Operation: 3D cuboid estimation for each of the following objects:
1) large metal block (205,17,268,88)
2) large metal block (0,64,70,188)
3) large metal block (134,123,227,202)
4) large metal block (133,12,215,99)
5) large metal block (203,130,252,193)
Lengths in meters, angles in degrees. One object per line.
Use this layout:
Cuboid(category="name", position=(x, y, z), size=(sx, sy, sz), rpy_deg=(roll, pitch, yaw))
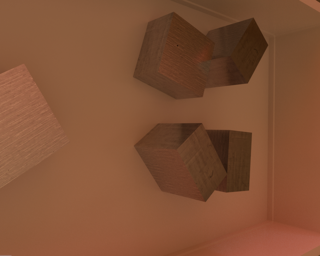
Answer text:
Cuboid(category="large metal block", position=(0.099, -0.107, 0.456), size=(0.050, 0.080, 0.080), rpy_deg=(48, 61, -30))
Cuboid(category="large metal block", position=(-0.142, 0.000, 0.272), size=(0.080, 0.050, 0.080), rpy_deg=(-38, 114, -34))
Cuboid(category="large metal block", position=(0.026, 0.041, 0.395), size=(0.050, 0.080, 0.080), rpy_deg=(-44, 117, -31))
Cuboid(category="large metal block", position=(0.020, -0.091, 0.409), size=(0.080, 0.050, 0.080), rpy_deg=(23, 76, -38))
Cuboid(category="large metal block", position=(0.080, 0.044, 0.440), size=(0.050, 0.080, 0.080), rpy_deg=(6, 86, -40))
